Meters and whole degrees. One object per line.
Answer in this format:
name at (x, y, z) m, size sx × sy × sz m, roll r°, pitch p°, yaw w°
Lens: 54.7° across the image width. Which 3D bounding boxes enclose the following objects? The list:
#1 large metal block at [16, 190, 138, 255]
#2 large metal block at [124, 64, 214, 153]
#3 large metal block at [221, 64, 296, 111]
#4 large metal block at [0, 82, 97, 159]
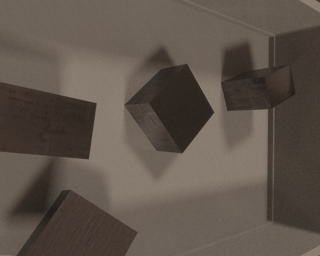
large metal block at (-0.083, 0.118, 0.308) m, size 0.080 × 0.050 × 0.080 m, roll 38°, pitch 65°, yaw -15°
large metal block at (0.015, -0.025, 0.405) m, size 0.080 × 0.050 × 0.080 m, roll -49°, pitch 119°, yaw -29°
large metal block at (0.162, -0.065, 0.509) m, size 0.081 × 0.080 × 0.050 m, roll -26°, pitch 107°, yaw -37°
large metal block at (-0.115, -0.003, 0.275) m, size 0.081 × 0.080 × 0.050 m, roll 11°, pitch 83°, yaw -40°
